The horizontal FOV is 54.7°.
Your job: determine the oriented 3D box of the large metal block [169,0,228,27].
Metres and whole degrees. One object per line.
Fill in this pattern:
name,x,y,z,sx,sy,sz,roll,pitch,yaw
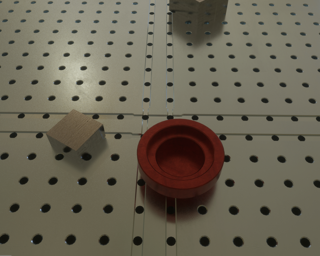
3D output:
large metal block,0.075,-0.248,0.601,0.080,0.050,0.080,-33,57,-25

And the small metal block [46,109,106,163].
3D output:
small metal block,-0.107,0.009,0.399,0.050,0.025,0.050,26,55,20

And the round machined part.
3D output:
round machined part,0.023,0.039,0.364,0.099,0.042,0.098,0,50,0
